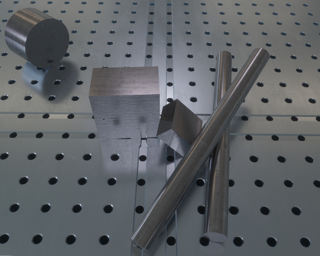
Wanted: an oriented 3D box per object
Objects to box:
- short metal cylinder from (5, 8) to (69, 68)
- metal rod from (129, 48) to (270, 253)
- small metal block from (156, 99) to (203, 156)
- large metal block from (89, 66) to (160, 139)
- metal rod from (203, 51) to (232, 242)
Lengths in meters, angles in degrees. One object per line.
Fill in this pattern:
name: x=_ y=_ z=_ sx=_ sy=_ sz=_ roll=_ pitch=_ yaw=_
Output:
short metal cylinder: x=-0.192 y=-0.142 z=0.489 sx=0.050 sy=0.080 sz=0.080 roll=31 pitch=57 yaw=23
metal rod: x=0.061 y=0.008 z=0.372 sx=0.025 sy=0.025 sz=0.301 roll=27 pitch=64 yaw=20
small metal block: x=0.026 y=0.000 z=0.389 sx=0.050 sy=0.025 sz=0.050 roll=38 pitch=44 yaw=-28
large metal block: x=-0.041 y=-0.031 z=0.397 sx=0.081 sy=0.080 sz=0.050 roll=-2 pitch=50 yaw=-2
metal rod: x=0.080 y=-0.002 z=0.409 sx=0.025 sy=0.025 sz=0.300 roll=7 pitch=50 yaw=6
